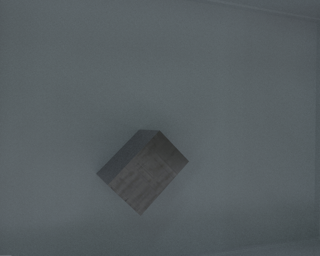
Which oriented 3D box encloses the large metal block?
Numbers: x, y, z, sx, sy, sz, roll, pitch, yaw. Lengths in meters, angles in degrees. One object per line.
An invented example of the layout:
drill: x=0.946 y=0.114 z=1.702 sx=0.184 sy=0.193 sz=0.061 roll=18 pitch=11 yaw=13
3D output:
large metal block: x=-0.024 y=0.048 z=0.372 sx=0.080 sy=0.080 sz=0.050 roll=-46 pitch=105 yaw=-14
